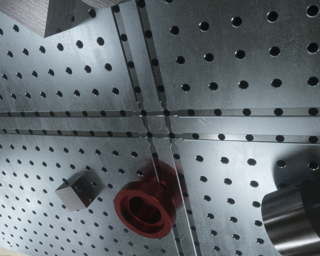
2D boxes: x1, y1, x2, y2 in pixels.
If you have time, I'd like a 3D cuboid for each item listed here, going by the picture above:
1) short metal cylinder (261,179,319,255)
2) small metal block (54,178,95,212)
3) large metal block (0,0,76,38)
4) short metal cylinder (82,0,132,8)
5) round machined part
[{"bbox_3d":[0.163,0.105,0.355,0.080,0.080,0.050,49,129,-7],"label":"short metal cylinder"},{"bbox_3d":[-0.157,0.124,0.571,0.050,0.025,0.050,-21,108,36],"label":"small metal block"},{"bbox_3d":[-0.148,-0.168,0.369,0.080,0.050,0.079,32,129,7],"label":"large metal block"},{"bbox_3d":[-0.052,-0.169,0.318,0.080,0.050,0.079,13,124,21],"label":"short metal cylinder"},{"bbox_3d":[-0.019,0.122,0.486,0.098,0.042,0.097,13,124,21],"label":"round machined part"}]
